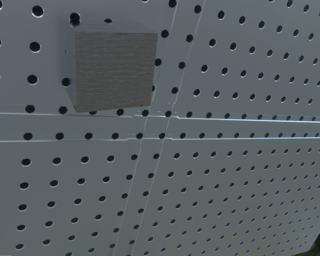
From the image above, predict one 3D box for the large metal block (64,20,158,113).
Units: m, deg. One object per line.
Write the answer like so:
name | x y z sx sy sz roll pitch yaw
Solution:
large metal block | -0.053 -0.066 0.326 0.081 0.050 0.079 -8 122 -25
